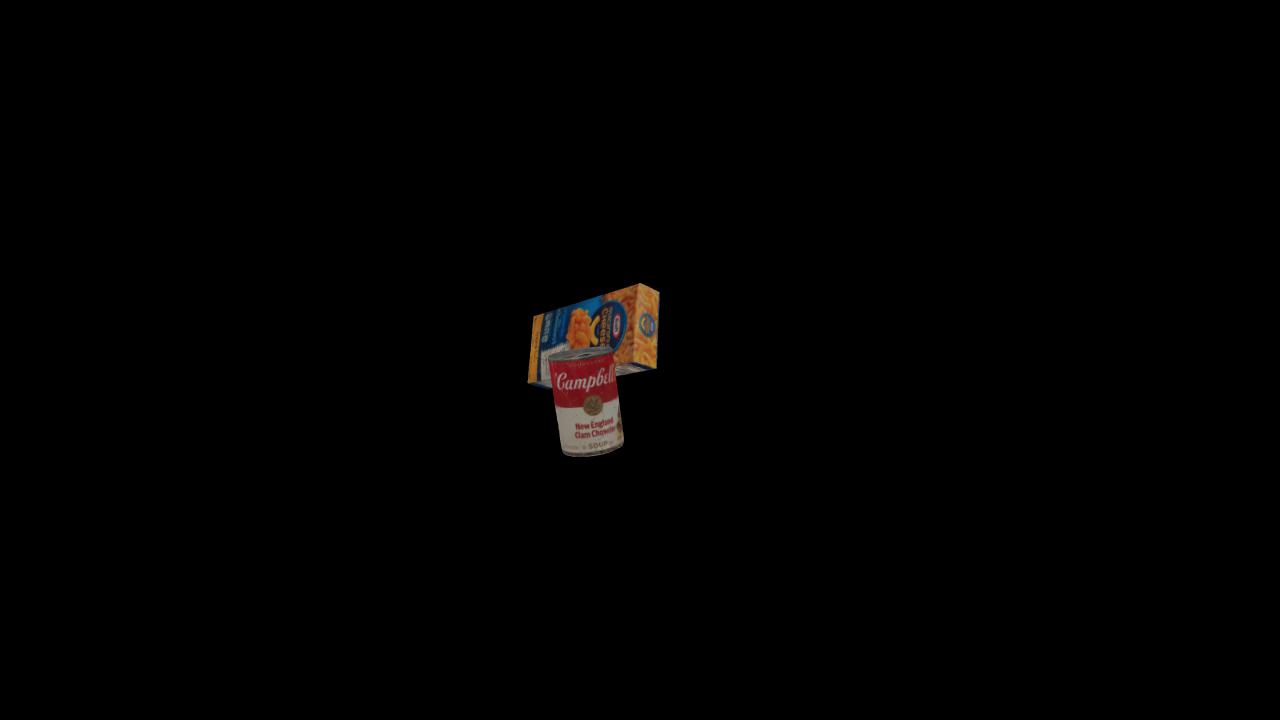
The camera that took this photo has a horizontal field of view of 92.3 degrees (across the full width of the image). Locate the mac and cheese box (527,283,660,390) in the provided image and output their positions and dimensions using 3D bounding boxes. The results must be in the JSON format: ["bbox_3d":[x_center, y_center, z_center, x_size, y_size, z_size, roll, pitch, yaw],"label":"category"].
[{"bbox_3d":[-0.058,-0.023,0.720,0.184,0.093,0.041,-12,-23,41],"label":"mac and cheese box"}]

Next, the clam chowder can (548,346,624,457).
[{"bbox_3d":[-0.055,0.042,0.635,0.068,0.102,0.068,-7,9,1],"label":"clam chowder can"}]
